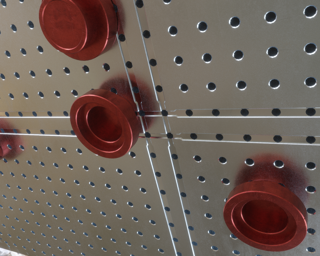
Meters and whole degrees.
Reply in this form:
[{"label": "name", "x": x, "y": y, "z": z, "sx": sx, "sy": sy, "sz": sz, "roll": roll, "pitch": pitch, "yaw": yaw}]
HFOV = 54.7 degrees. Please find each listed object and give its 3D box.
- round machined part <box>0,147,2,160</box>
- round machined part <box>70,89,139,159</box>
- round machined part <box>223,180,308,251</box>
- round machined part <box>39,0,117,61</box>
[{"label": "round machined part", "x": -0.355, "y": 0.047, "z": 0.613, "sx": 0.098, "sy": 0.042, "sz": 0.097, "roll": 13, "pitch": 124, "yaw": 20}, {"label": "round machined part", "x": -0.072, "y": -0.009, "z": 0.431, "sx": 0.098, "sy": 0.042, "sz": 0.097, "roll": 13, "pitch": 124, "yaw": 20}, {"label": "round machined part", "x": 0.134, "y": 0.106, "z": 0.394, "sx": 0.098, "sy": 0.042, "sz": 0.097, "roll": 13, "pitch": 124, "yaw": 20}, {"label": "round machined part", "x": -0.105, "y": -0.128, "z": 0.374, "sx": 0.098, "sy": 0.042, "sz": 0.097, "roll": 13, "pitch": 124, "yaw": 20}]
